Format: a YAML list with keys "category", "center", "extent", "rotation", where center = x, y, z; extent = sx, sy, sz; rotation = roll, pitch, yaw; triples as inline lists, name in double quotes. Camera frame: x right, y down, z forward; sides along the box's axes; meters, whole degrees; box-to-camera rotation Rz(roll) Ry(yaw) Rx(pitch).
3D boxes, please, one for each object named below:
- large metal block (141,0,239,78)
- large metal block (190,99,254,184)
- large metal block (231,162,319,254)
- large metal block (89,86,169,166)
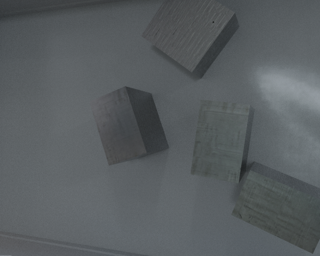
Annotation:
- category: "large metal block"
  center: [0.038, -0.120, 0.384]
  extent: [0.080, 0.050, 0.080]
  rotation: [39, 102, 15]
- category: "large metal block"
  center: [0.075, 0.013, 0.355]
  extent: [0.050, 0.080, 0.079]
  rotation: [8, 93, 20]
- category: "large metal block"
  center: [0.130, 0.079, 0.335]
  extent: [0.080, 0.080, 0.050]
  rotation: [23, 98, 18]
- category: "large metal block"
  center: [-0.036, -0.002, 0.394]
  extent: [0.050, 0.080, 0.080]
  rotation: [-20, 83, 19]
